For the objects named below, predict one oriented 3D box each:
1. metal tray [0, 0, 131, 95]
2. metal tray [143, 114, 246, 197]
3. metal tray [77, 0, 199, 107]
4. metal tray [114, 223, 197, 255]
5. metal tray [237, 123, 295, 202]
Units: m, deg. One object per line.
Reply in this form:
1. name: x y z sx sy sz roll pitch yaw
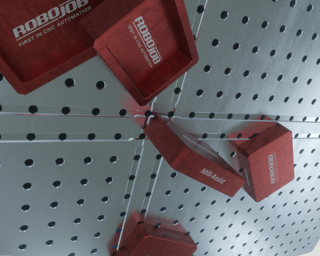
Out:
1. metal tray: -0.100 -0.101 0.290 0.130 0.030 0.090 -32 129 -8
2. metal tray: 0.047 0.038 0.417 0.130 0.090 0.030 31 101 -38
3. metal tray: -0.012 -0.083 0.314 0.090 0.030 0.130 -40 155 -1
4. metal tray: -0.008 0.219 0.538 0.131 0.030 0.090 28 103 -38
5. metal tray: 0.191 0.064 0.551 0.090 0.030 0.130 -30 128 -9
